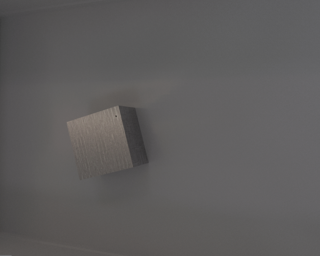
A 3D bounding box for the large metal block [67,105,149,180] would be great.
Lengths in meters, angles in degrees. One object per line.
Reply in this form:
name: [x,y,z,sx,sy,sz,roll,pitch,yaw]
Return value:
large metal block: [-0.070,0.020,0.423,0.080,0.050,0.080,-16,85,19]
